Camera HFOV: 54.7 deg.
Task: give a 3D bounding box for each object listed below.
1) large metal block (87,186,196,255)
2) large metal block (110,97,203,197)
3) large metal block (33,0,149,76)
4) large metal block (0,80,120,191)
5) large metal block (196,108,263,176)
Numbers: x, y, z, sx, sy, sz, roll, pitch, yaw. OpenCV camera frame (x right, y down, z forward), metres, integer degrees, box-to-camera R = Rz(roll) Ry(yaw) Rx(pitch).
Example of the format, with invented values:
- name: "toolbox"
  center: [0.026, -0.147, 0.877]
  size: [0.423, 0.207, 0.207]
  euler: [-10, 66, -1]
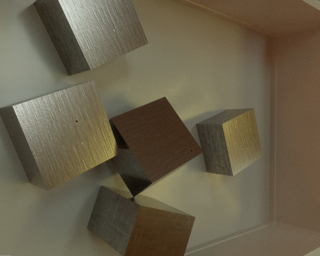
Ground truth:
- name: "large metal block"
  center: [-0.022, 0.107, 0.350]
  size: [0.080, 0.080, 0.050]
  euler: [24, 81, -38]
- name: "large metal block"
  center: [-0.012, 0.020, 0.359]
  size: [0.081, 0.050, 0.080]
  euler: [-26, 77, -37]
- name: "large metal block"
  center: [-0.071, -0.111, 0.330]
  size: [0.081, 0.050, 0.080]
  euler: [-35, 112, -34]
- name: "large metal block"
  center: [-0.098, 0.004, 0.308]
  size: [0.081, 0.050, 0.080]
  euler: [-27, 107, -37]
- name: "large metal block"
  center: [0.109, 0.019, 0.482]
  size: [0.081, 0.050, 0.080]
  euler: [-23, 105, -38]
